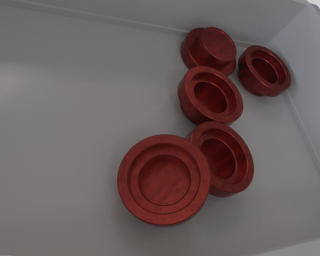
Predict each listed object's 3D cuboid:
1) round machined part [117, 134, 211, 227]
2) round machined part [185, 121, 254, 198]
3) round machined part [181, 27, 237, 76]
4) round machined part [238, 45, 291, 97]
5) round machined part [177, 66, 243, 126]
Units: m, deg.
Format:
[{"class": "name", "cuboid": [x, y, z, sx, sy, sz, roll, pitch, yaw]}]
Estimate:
[{"class": "round machined part", "cuboid": [0.005, 0.060, 0.343, 0.099, 0.042, 0.098, -2, 66, 4]}, {"class": "round machined part", "cuboid": [0.070, 0.043, 0.403, 0.099, 0.042, 0.098, 16, 55, -24]}, {"class": "round machined part", "cuboid": [0.087, -0.128, 0.515, 0.099, 0.042, 0.098, 12, 61, -22]}, {"class": "round machined part", "cuboid": [0.178, -0.095, 0.549, 0.099, 0.042, 0.098, 14, 56, -21]}, {"class": "round machined part", "cuboid": [0.069, -0.040, 0.455, 0.099, 0.042, 0.098, 14, 54, -20]}]
